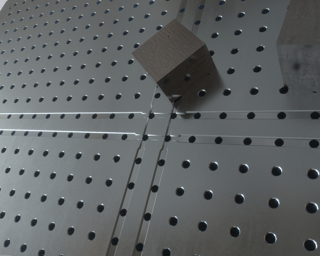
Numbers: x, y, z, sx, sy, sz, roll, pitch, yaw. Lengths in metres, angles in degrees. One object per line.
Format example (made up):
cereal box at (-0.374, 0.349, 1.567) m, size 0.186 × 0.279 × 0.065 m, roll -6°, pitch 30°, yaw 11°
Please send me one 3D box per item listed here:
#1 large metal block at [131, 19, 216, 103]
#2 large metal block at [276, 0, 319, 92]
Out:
large metal block at (0.019, -0.096, 0.443) m, size 0.080 × 0.050 × 0.080 m, roll -38°, pitch 51°, yaw 2°
large metal block at (0.170, -0.096, 0.343) m, size 0.050 × 0.080 × 0.080 m, roll 11°, pitch 68°, yaw 33°
